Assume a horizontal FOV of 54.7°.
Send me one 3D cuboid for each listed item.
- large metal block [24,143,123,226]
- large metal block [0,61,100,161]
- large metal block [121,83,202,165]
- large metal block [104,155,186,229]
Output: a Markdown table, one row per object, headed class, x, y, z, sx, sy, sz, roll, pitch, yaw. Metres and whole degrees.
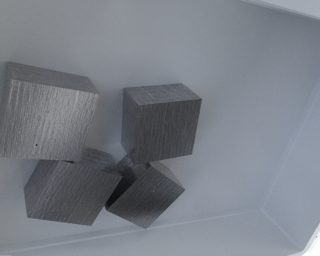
| class | x | y | z | sx | sy | sz | roll | pitch | yaw |
| --- | --- | --- | --- | --- | --- | --- | --- | --- | --- |
| large metal block | -0.106 | 0.067 | 0.376 | 0.080 | 0.050 | 0.080 | 23 | 106 | -37 |
| large metal block | -0.117 | -0.015 | 0.319 | 0.081 | 0.050 | 0.079 | 7 | 115 | -32 |
| large metal block | -0.001 | -0.007 | 0.387 | 0.081 | 0.050 | 0.079 | -8 | 122 | -24 |
| large metal block | -0.026 | 0.083 | 0.429 | 0.080 | 0.050 | 0.080 | -46 | 129 | 4 |
